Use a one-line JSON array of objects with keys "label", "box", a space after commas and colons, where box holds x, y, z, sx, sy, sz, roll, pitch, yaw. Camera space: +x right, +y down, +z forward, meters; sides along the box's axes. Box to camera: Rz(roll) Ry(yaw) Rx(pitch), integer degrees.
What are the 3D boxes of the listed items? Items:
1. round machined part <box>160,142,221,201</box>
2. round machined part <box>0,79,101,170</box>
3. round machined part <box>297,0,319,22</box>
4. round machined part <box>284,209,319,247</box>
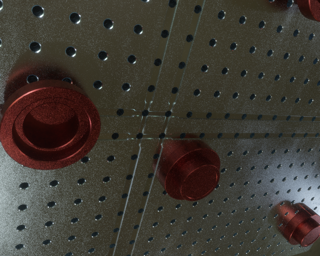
[{"label": "round machined part", "box": [0.052, 0.073, 0.476, 0.099, 0.042, 0.097, -14, 124, -21]}, {"label": "round machined part", "box": [-0.117, -0.007, 0.333, 0.099, 0.042, 0.097, -14, 125, -21]}, {"label": "round machined part", "box": [0.215, -0.191, 0.402, 0.099, 0.042, 0.097, -14, 125, -21]}, {"label": "round machined part", "box": [0.355, 0.249, 0.753, 0.099, 0.042, 0.097, -14, 125, -21]}]
